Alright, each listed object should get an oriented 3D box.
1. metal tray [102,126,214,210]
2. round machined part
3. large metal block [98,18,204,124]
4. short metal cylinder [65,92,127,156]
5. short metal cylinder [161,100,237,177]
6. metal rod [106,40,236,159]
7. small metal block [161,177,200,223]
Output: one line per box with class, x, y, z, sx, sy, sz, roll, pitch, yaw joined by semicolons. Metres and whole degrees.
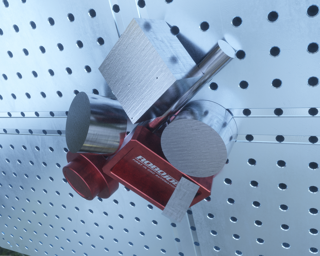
metal tray;-0.003;0.064;0.431;0.130;0.030;0.090;36;130;-13
round machined part;-0.116;0.076;0.491;0.098;0.042;0.097;28;140;26
large metal block;-0.012;-0.063;0.348;0.080;0.050;0.080;-43;74;39
short metal cylinder;-0.086;-0.004;0.411;0.080;0.050;0.080;-16;70;51
short metal cylinder;0.048;0.013;0.377;0.080;0.050;0.079;13;124;21
metal rod;-0.014;-0.004;0.418;0.025;0.025;0.299;44;130;-3
small metal block;0.025;0.095;0.402;0.025;0.050;0.050;29;163;7
